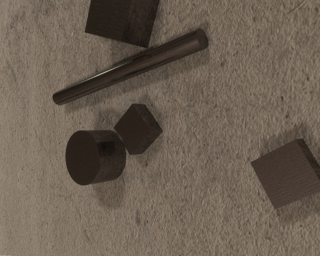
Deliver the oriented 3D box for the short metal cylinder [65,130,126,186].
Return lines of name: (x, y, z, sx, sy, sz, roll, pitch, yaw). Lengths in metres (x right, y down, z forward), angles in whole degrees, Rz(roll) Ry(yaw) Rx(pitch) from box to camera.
short metal cylinder: (-0.097, 0.043, 0.466, 0.080, 0.050, 0.079, 0, 90, 39)

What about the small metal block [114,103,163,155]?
small metal block: (-0.031, 0.002, 0.428, 0.050, 0.025, 0.050, -48, 62, 29)

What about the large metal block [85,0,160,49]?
large metal block: (-0.052, -0.162, 0.430, 0.080, 0.050, 0.079, 24, 105, 37)

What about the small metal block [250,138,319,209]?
small metal block: (0.125, 0.044, 0.301, 0.050, 0.025, 0.050, -36, 68, 33)

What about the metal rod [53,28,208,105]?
metal rod: (-0.065, -0.078, 0.455, 0.300, 0.025, 0.025, -13, 82, 39)
